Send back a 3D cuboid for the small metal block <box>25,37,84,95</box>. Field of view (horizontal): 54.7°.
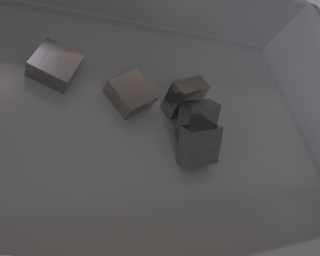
[{"bbox_3d":[-0.129,-0.077,0.383,0.050,0.025,0.050,27,52,-12],"label":"small metal block"}]

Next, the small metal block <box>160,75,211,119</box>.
[{"bbox_3d":[0.035,-0.044,0.432,0.050,0.050,0.025,-18,61,-35],"label":"small metal block"}]

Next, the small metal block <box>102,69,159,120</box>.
[{"bbox_3d":[-0.039,-0.045,0.412,0.050,0.025,0.050,-31,79,-38],"label":"small metal block"}]

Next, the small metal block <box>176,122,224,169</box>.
[{"bbox_3d":[0.051,0.022,0.401,0.050,0.050,0.025,-7,23,-31],"label":"small metal block"}]

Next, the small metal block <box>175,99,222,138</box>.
[{"bbox_3d":[0.051,-0.011,0.420,0.050,0.050,0.025,-8,30,-32],"label":"small metal block"}]
